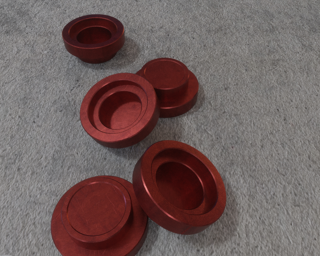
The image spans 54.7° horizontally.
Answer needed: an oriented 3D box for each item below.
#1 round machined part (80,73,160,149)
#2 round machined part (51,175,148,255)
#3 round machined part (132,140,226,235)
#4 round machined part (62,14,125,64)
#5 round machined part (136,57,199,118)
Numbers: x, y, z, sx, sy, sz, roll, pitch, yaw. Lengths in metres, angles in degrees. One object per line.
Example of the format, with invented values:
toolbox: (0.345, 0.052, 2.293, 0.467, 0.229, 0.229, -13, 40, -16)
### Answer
round machined part: (-0.048, -0.019, 0.395, 0.098, 0.042, 0.098, -5, 63, 11)
round machined part: (-0.061, 0.090, 0.316, 0.099, 0.042, 0.098, 0, 50, 0)
round machined part: (0.016, 0.064, 0.322, 0.099, 0.042, 0.098, 20, 43, -19)
round machined part: (-0.107, -0.143, 0.512, 0.099, 0.042, 0.098, 0, 50, 0)
round machined part: (0.007, -0.064, 0.446, 0.099, 0.042, 0.098, 0, 50, 0)
